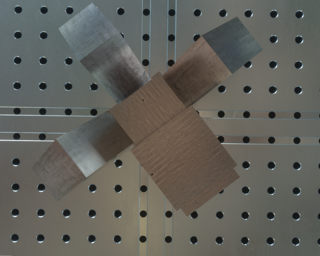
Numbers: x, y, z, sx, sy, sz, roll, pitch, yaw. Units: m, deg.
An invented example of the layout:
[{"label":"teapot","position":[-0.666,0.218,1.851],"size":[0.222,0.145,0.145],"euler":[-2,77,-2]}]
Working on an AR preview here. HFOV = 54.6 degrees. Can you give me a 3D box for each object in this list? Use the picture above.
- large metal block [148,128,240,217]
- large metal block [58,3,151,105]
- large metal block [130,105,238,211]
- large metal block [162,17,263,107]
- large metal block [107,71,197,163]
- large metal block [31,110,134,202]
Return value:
[{"label":"large metal block","position":[0.041,0.052,0.400],"size":[0.080,0.050,0.080],"euler":[-37,89,-1]},{"label":"large metal block","position":[-0.065,-0.088,0.370],"size":[0.050,0.080,0.080],"euler":[-38,51,0]},{"label":"large metal block","position":[0.025,0.031,0.350],"size":[0.080,0.050,0.080],"euler":[-37,91,-1]},{"label":"large metal block","position":[0.062,-0.077,0.371],"size":[0.050,0.080,0.080],"euler":[52,50,0]},{"label":"large metal block","position":[-0.008,-0.013,0.401],"size":[0.080,0.050,0.080],"euler":[-38,90,0]},{"label":"large metal block","position":[-0.092,0.033,0.370],"size":[0.050,0.080,0.080],"euler":[52,132,1]}]
